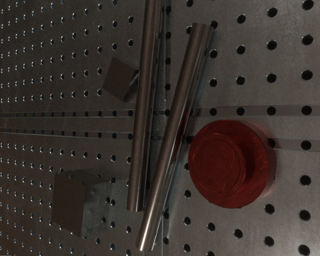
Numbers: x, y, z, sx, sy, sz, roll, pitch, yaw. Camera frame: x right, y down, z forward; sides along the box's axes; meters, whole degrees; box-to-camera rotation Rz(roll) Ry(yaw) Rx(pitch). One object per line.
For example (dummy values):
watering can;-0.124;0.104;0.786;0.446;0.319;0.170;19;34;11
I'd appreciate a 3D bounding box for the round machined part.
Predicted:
round machined part;0.071;0.039;0.339;0.098;0.042;0.097;0;90;39

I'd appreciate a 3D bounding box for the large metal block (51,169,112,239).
large metal block;-0.126;0.117;0.494;0.080;0.050;0.079;11;97;39

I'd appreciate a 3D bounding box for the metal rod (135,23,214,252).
metal rod;0.015;0.020;0.395;0.025;0.025;0.298;23;104;37

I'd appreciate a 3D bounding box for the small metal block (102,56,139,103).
small metal block;-0.052;-0.070;0.450;0.050;0.025;0.050;35;111;34

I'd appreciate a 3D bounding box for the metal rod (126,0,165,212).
metal rod;-0.020;-0.034;0.423;0.025;0.025;0.298;10;96;39
